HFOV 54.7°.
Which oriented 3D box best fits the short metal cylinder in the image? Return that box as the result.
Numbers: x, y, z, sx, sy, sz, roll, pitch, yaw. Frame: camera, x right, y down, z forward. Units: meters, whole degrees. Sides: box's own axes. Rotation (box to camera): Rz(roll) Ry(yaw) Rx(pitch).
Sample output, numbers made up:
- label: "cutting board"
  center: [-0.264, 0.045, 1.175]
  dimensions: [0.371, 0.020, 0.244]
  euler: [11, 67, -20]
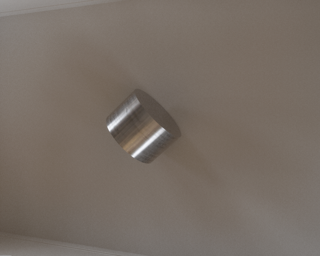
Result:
- label: "short metal cylinder"
  center: [-0.019, -0.003, 0.385]
  dimensions: [0.050, 0.080, 0.080]
  euler: [-43, 77, 15]
